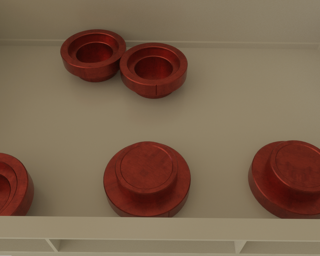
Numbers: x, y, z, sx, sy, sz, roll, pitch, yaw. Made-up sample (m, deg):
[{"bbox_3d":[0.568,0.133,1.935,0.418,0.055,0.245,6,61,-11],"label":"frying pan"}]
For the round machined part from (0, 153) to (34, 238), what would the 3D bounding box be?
[{"bbox_3d":[-0.184,0.077,0.327,0.099,0.042,0.098,0,50,0],"label":"round machined part"}]

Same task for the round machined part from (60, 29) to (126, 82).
[{"bbox_3d":[-0.101,-0.109,0.484,0.099,0.042,0.098,0,50,0],"label":"round machined part"}]

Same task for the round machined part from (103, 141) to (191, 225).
[{"bbox_3d":[-0.014,0.054,0.349,0.099,0.042,0.098,0,50,0],"label":"round machined part"}]

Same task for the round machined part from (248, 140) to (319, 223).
[{"bbox_3d":[0.154,0.053,0.352,0.099,0.042,0.098,0,50,0],"label":"round machined part"}]

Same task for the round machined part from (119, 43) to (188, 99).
[{"bbox_3d":[-0.009,-0.081,0.462,0.099,0.042,0.098,1,50,0],"label":"round machined part"}]
